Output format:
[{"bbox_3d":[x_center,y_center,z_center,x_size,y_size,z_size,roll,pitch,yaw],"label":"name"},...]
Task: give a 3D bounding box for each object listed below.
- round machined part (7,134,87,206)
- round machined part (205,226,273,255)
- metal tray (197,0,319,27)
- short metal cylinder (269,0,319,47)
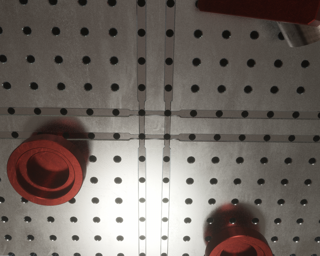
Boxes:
[{"bbox_3d":[-0.149,0.053,0.422,0.099,0.042,0.097,0,110,-1],"label":"round machined part"},{"bbox_3d":[0.118,0.191,0.477,0.099,0.042,0.097,0,110,-1],"label":"round machined part"},{"bbox_3d":[0.106,-0.157,0.312,0.130,0.030,0.089,23,115,36],"label":"metal tray"},{"bbox_3d":[0.168,-0.132,0.338,0.080,0.080,0.050,-32,107,10],"label":"short metal cylinder"}]
